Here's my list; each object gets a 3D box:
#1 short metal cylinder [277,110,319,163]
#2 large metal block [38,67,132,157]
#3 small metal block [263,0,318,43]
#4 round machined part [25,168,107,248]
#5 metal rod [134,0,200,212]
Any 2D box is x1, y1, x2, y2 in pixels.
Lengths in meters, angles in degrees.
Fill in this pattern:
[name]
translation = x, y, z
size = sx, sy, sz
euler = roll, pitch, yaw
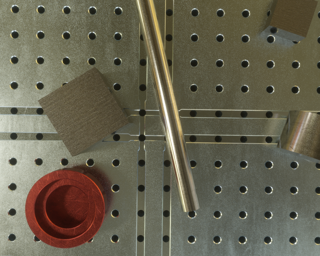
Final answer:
[short metal cylinder]
translation = 0.195, 0.015, 0.389
size = 0.080, 0.080, 0.050
euler = 20, 90, -1
[large metal block]
translation = -0.093, -0.020, 0.400
size = 0.080, 0.050, 0.080
euler = -31, 90, 0
[small metal block]
translation = 0.174, -0.149, 0.416
size = 0.050, 0.025, 0.050
euler = 18, 90, -1
[round machined part]
translation = -0.118, 0.100, 0.403
size = 0.099, 0.042, 0.097
euler = 0, 90, -1
[metal rod]
translation = 0.009, -0.038, 0.413
size = 0.025, 0.025, 0.298
euler = -13, 90, 0
